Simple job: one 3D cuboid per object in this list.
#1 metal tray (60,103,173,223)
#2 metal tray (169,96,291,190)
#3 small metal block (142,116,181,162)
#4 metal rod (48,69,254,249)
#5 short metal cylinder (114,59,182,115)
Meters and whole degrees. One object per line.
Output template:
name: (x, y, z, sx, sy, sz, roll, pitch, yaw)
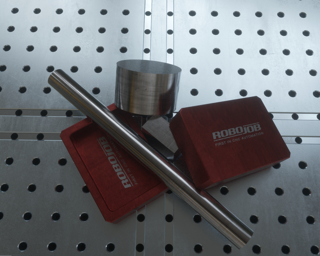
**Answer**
metal tray: (-0.055, 0.040, 0.389, 0.090, 0.030, 0.130, -30, 73, -11)
metal tray: (0.086, 0.013, 0.374, 0.131, 0.030, 0.090, -11, 68, -30)
small metal block: (0.006, 0.013, 0.389, 0.050, 0.050, 0.025, 39, 75, 13)
metal rod: (-0.021, 0.028, 0.366, 0.300, 0.025, 0.025, 39, 75, 12)
short metal cylinder: (-0.016, -0.054, 0.391, 0.080, 0.080, 0.050, 8, 112, 3)
